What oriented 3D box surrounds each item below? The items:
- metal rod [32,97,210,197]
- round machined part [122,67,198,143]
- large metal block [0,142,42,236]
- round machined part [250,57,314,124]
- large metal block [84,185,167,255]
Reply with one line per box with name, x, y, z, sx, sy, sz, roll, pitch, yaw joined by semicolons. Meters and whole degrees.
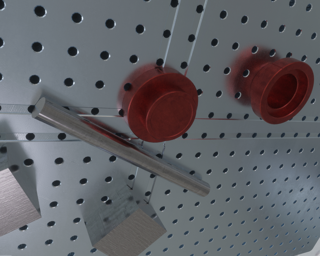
metal rod;-0.028;0.040;0.420;0.301;0.025;0.025;32;101;-38
round machined part;0.006;-0.023;0.389;0.099;0.042;0.097;-14;124;-21
large metal block;-0.188;0.074;0.338;0.081;0.050;0.080;-24;127;-14
round machined part;0.174;-0.058;0.460;0.099;0.042;0.097;-14;124;-21
large metal block;-0.050;0.144;0.457;0.080;0.050;0.080;-39;130;-2
